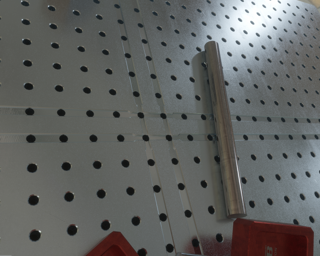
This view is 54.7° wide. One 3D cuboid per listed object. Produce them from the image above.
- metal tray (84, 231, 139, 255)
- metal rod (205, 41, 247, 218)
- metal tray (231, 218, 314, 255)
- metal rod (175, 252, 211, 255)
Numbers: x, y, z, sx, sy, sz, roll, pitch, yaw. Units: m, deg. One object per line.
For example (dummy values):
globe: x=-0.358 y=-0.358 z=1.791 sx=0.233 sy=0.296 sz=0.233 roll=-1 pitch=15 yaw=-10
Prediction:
metal tray: x=-0.036 y=0.174 z=0.280 sx=0.091 sy=0.030 sz=0.130 roll=-35 pitch=82 yaw=-39
metal rod: x=0.095 y=-0.016 z=0.471 sx=0.025 sy=0.025 sz=0.299 roll=12 pitch=56 yaw=-22
metal tray: x=0.121 y=0.170 z=0.338 sx=0.091 sy=0.030 sz=0.129 roll=12 pitch=77 yaw=-21
metal rod: x=0.156 y=0.183 z=0.382 sx=0.302 sy=0.025 sz=0.025 roll=15 pitch=56 yaw=-20
